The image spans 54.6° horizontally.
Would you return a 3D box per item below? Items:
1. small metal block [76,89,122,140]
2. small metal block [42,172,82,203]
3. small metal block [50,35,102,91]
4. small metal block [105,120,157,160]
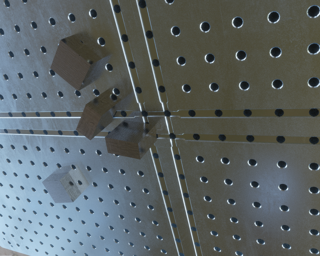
[{"bbox_3d":[-0.084,-0.018,0.429,0.025,0.050,0.050,36,129,4],"label":"small metal block"},{"bbox_3d":[-0.183,0.112,0.578,0.050,0.025,0.050,-11,113,33],"label":"small metal block"},{"bbox_3d":[-0.114,-0.087,0.418,0.050,0.025,0.050,40,129,1],"label":"small metal block"},{"bbox_3d":[-0.039,0.015,0.425,0.050,0.050,0.025,9,122,23],"label":"small metal block"}]
